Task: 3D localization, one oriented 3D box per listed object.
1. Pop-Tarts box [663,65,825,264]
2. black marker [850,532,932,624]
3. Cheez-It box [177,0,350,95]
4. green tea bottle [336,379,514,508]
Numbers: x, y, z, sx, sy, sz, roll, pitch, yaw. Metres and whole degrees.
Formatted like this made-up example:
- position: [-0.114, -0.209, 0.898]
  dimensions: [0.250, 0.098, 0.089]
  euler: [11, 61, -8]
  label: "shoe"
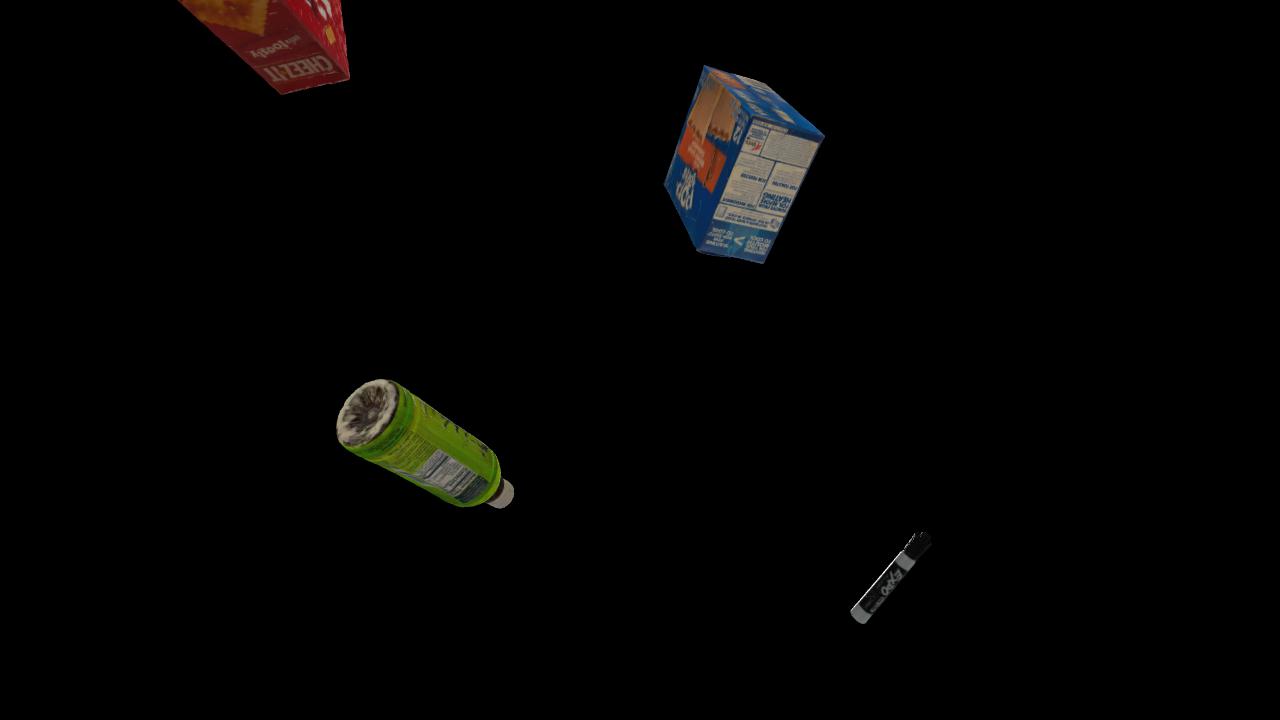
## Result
- position: [0.098, -0.208, 0.648]
  dimensions: [0.083, 0.141, 0.167]
  euler: [8, 37, -18]
  label: "Pop-Tarts box"
- position: [0.261, 0.225, 0.638]
  dimensions: [0.020, 0.121, 0.020]
  euler: [26, 20, -10]
  label: "black marker"
- position: [-0.288, -0.319, 0.410]
  dimensions: [0.071, 0.166, 0.223]
  euler: [-11, -11, 3]
  label: "Cheez-It box"
- position: [-0.193, 0.097, 0.599]
  dimensions: [0.073, 0.073, 0.212]
  euler: [0, -33, 26]
  label: "green tea bottle"
